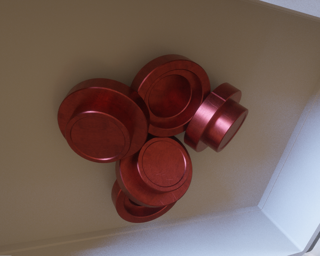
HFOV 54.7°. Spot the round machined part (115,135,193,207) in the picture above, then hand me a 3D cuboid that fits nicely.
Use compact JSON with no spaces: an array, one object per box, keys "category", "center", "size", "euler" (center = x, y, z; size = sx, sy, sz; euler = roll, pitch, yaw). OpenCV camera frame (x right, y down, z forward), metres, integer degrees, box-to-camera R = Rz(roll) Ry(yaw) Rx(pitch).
[{"category":"round machined part","center":[-0.002,0.048,0.387],"size":[0.099,0.098,0.042],"euler":[-6,166,-25]}]

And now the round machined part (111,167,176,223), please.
[{"category":"round machined part","center":[-0.021,0.082,0.434],"size":[0.099,0.042,0.097],"euler":[-14,124,-21]}]

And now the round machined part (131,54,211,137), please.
[{"category":"round machined part","center":[0.008,-0.041,0.373],"size":[0.099,0.042,0.097],"euler":[-14,124,-21]}]

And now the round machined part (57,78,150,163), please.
[{"category":"round machined part","center":[-0.062,-0.001,0.333],"size":[0.099,0.042,0.097],"euler":[3,126,4]}]

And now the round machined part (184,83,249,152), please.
[{"category":"round machined part","center":[0.078,-0.007,0.405],"size":[0.098,0.042,0.098],"euler":[-44,158,-23]}]
